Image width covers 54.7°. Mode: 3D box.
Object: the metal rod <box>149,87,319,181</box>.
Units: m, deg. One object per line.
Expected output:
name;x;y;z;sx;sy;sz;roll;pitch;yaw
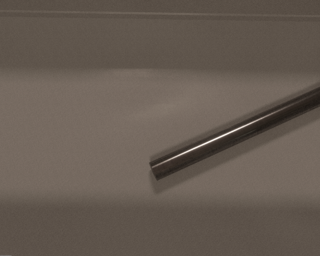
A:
metal rod;0.128;-0.004;0.412;0.302;0.025;0.025;-23;72;-9
